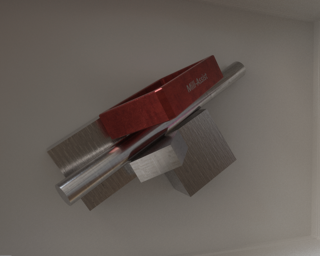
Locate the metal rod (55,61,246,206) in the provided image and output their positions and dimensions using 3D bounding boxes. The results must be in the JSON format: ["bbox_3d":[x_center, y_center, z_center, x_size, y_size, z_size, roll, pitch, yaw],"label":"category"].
[{"bbox_3d":[0.011,-0.011,0.375,0.302,0.025,0.025,-36,102,-32],"label":"metal rod"}]

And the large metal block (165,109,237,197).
[{"bbox_3d":[0.040,0.031,0.412,0.080,0.050,0.080,-35,102,-17],"label":"large metal block"}]

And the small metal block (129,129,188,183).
[{"bbox_3d":[0.000,0.030,0.345,0.050,0.050,0.025,-25,101,19],"label":"small metal block"}]

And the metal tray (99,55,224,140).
[{"bbox_3d":[0.006,-0.037,0.349,0.131,0.090,0.030,-40,107,-49],"label":"metal tray"}]

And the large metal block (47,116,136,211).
[{"bbox_3d":[-0.075,0.036,0.367,0.080,0.050,0.080,-35,102,-17],"label":"large metal block"}]
